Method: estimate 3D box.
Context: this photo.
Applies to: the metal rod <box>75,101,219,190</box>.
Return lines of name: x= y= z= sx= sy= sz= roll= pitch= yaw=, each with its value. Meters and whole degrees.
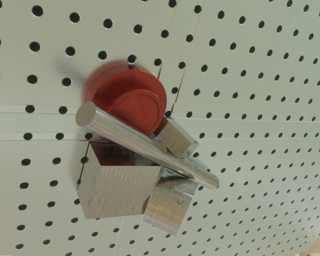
metal rod: x=0.010 y=0.039 z=0.400 sx=0.025 sy=0.025 sz=0.301 roll=-49 pitch=142 yaw=6

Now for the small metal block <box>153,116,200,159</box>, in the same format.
small metal block: x=0.021 y=0.013 z=0.404 sx=0.025 sy=0.050 sz=0.050 roll=-48 pitch=164 yaw=9

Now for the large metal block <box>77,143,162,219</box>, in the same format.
large metal block: x=-0.055 y=0.068 z=0.405 sx=0.081 sy=0.050 sz=0.079 roll=5 pitch=116 yaw=-31

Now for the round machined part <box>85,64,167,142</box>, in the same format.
round machined part: x=-0.035 y=-0.022 z=0.368 sx=0.099 sy=0.042 sz=0.097 roll=-14 pitch=125 yaw=-21

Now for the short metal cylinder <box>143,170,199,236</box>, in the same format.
short metal cylinder: x=0.016 y=0.106 z=0.444 sx=0.080 sy=0.050 sz=0.080 roll=22 pitch=92 yaw=-79
